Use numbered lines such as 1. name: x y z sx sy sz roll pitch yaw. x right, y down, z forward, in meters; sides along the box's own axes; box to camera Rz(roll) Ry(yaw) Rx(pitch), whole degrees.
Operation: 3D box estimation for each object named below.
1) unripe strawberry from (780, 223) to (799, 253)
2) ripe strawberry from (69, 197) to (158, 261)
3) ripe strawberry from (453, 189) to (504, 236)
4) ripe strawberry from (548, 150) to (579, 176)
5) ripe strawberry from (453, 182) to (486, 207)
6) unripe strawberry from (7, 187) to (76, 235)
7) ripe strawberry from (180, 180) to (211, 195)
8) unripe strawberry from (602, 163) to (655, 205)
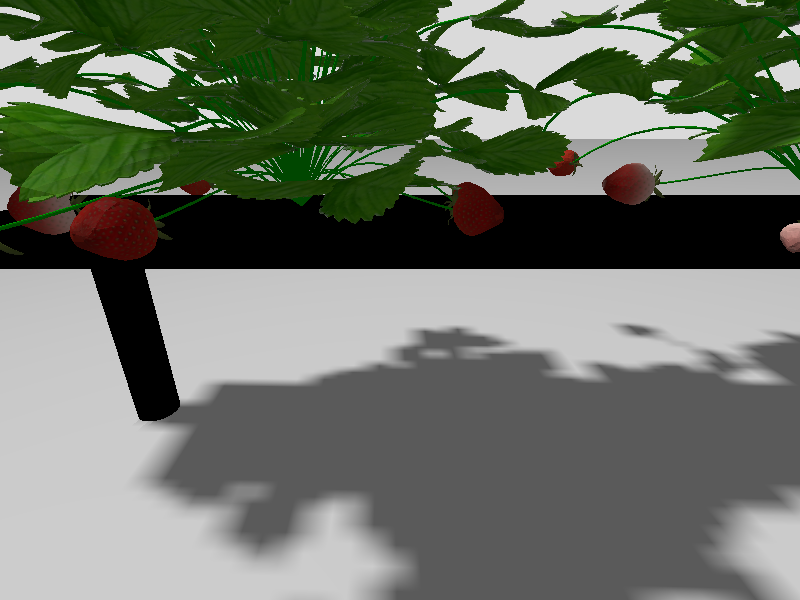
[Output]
1. unripe strawberry: 0.215 -0.033 0.217 0.015 0.016 0.016 23 -21 43
2. ripe strawberry: -0.139 -0.033 0.194 0.035 0.032 0.032 8 25 17
3. ripe strawberry: 0.048 -0.052 0.242 0.028 0.028 0.031 18 29 35
4. ripe strawberry: 0.216 -0.183 0.535 0.039 0.033 0.039 -15 23 -32
5. ripe strawberry: 0.049 -0.065 0.272 0.027 0.028 0.025 13 27 26
6. unripe strawberry: -0.220 -0.057 0.247 0.032 0.033 0.029 -17 29 -33
7. ripe strawberry: -0.204 -0.124 0.394 0.038 0.040 0.035 11 26 25
8. unripe strawberry: 0.195 -0.099 0.343 0.039 0.033 0.039 0 23 2
